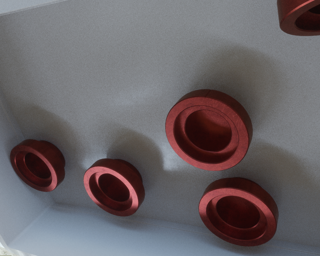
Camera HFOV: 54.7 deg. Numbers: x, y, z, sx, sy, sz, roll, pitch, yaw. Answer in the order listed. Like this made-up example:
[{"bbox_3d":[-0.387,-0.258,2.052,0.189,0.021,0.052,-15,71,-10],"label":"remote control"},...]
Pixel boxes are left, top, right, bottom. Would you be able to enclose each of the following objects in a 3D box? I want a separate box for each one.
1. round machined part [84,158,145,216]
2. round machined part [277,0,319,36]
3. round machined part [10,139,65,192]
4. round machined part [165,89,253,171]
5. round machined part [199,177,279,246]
[{"bbox_3d":[-0.067,0.088,0.487,0.098,0.042,0.097,13,124,21],"label":"round machined part"},{"bbox_3d":[0.139,-0.107,0.231,0.098,0.099,0.042,-7,86,31],"label":"round machined part"},{"bbox_3d":[-0.207,0.061,0.543,0.098,0.042,0.097,12,123,19],"label":"round machined part"},{"bbox_3d":[0.059,-0.001,0.366,0.098,0.042,0.097,13,124,21],"label":"round machined part"},{"bbox_3d":[0.104,0.104,0.407,0.098,0.042,0.097,13,124,21],"label":"round machined part"}]
